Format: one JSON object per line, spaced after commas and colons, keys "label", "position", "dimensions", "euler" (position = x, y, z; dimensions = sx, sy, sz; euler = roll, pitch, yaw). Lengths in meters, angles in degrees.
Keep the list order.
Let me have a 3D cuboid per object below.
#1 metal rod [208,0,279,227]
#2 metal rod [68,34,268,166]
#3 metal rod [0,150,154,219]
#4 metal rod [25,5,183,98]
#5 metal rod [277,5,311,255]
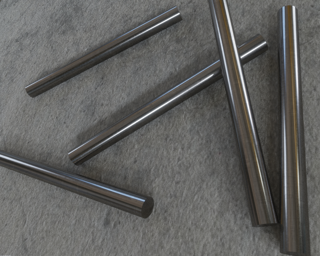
{"label": "metal rod", "position": [0.089, -0.042, 0.358], "dimensions": [0.025, 0.025, 0.299], "euler": [-15, 63, 20]}
{"label": "metal rod", "position": [0.006, -0.034, 0.420], "dimensions": [0.300, 0.025, 0.025], "euler": [-31, 52, 7]}
{"label": "metal rod", "position": [-0.140, 0.069, 0.432], "dimensions": [0.300, 0.025, 0.025], "euler": [10, 67, 32]}
{"label": "metal rod", "position": [-0.103, -0.126, 0.532], "dimensions": [0.301, 0.025, 0.025], "euler": [-24, 53, 13]}
{"label": "metal rod", "position": [0.143, -0.020, 0.340], "dimensions": [0.025, 0.025, 0.299], "euler": [-4, 60, 26]}
